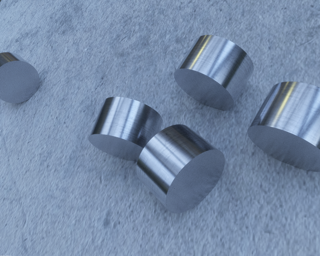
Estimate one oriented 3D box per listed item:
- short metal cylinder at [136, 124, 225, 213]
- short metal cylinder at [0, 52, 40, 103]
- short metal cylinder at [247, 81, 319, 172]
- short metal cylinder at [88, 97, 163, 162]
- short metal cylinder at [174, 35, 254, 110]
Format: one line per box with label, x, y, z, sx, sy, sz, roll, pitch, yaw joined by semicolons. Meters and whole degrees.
short metal cylinder;0.022;0.043;0.330;0.080;0.080;0.050;-47;51;-5
short metal cylinder;-0.269;-0.091;0.563;0.050;0.080;0.080;34;81;38
short metal cylinder;0.133;0.000;0.299;0.080;0.080;0.050;23;74;36
short metal cylinder;-0.042;0.004;0.387;0.080;0.080;0.050;3;64;29
short metal cylinder;0.064;-0.065;0.374;0.080;0.080;0.050;23;74;36
